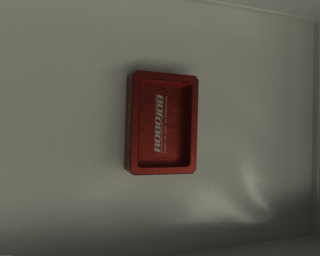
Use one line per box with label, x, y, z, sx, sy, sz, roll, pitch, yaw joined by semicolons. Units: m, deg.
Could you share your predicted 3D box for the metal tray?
metal tray;0.002;-0.006;0.406;0.091;0.030;0.129;2;89;-21
